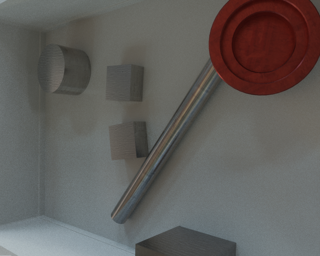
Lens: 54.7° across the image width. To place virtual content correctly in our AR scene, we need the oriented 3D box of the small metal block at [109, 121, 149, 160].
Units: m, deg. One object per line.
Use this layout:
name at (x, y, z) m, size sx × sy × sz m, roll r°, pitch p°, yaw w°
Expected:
small metal block at (-0.045, 0.019, 0.442) m, size 0.050 × 0.025 × 0.050 m, roll -10°, pitch 84°, yaw 39°

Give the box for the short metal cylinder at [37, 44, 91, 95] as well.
short metal cylinder at (-0.162, -0.097, 0.521) m, size 0.080 × 0.050 × 0.079 m, roll 0°, pitch 90°, yaw 39°

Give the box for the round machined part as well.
round machined part at (0.100, -0.081, 0.298) m, size 0.098 × 0.042 × 0.097 m, roll 3°, pitch 100°, yaw 17°

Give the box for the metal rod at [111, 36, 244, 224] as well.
metal rod at (0.012, 0.015, 0.394) m, size 0.025 × 0.025 × 0.298 m, roll 46°, pitch 117°, yaw 30°

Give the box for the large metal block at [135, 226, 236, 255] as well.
large metal block at (0.029, 0.153, 0.346) m, size 0.080 × 0.081 × 0.050 m, roll 3°, pitch 92°, yaw 39°

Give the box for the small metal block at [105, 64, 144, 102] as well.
small metal block at (-0.051, -0.064, 0.447) m, size 0.050 × 0.025 × 0.050 m, roll 5°, pitch 93°, yaw 39°
